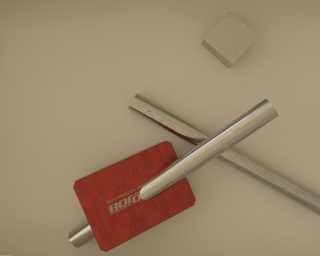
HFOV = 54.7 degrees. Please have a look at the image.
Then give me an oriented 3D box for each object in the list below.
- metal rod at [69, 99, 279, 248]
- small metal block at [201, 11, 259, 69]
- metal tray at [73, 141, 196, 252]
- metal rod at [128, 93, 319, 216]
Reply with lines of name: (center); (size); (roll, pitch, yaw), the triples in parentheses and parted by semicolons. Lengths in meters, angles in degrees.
metal rod: (0.008, 0.062, 0.382); (0.300, 0.025, 0.025); (-35, 91, 11)
small metal block: (0.092, -0.117, 0.413); (0.050, 0.025, 0.050); (42, 90, -1)
metal tray: (-0.031, 0.082, 0.391); (0.131, 0.030, 0.090); (-24, 90, -17)
metal rod: (0.096, 0.038, 0.412); (0.301, 0.025, 0.025); (29, 90, -1)
